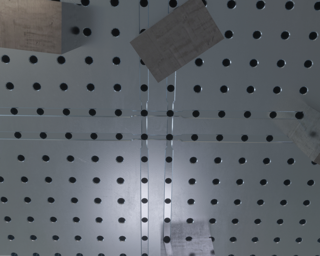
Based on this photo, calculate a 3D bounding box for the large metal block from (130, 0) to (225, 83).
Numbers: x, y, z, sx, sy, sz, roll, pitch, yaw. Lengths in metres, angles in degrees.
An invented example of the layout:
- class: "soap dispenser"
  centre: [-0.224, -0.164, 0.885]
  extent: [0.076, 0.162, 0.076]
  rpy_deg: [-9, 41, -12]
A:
- class: "large metal block"
  centre: [0.017, -0.101, 0.347]
  extent: [0.080, 0.080, 0.050]
  rpy_deg: [-33, 107, 11]

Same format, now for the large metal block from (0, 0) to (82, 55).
- class: "large metal block"
  centre: [-0.137, -0.116, 0.340]
  extent: [0.080, 0.080, 0.050]
  rpy_deg: [6, 110, -2]

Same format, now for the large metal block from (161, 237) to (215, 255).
- class: "large metal block"
  centre: [0.044, 0.222, 0.482]
  extent: [0.080, 0.050, 0.080]
  rpy_deg: [-5, 110, 1]

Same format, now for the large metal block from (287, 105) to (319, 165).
- class: "large metal block"
  centre: [0.224, 0.020, 0.393]
  extent: [0.080, 0.080, 0.050]
  rpy_deg: [24, 108, -9]
